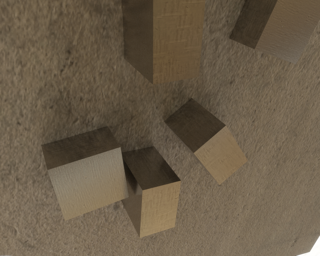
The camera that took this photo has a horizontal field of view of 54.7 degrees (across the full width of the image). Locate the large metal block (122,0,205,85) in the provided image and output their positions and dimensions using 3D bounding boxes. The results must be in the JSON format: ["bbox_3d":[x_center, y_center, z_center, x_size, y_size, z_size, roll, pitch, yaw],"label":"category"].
[{"bbox_3d":[0.000,-0.099,0.311,0.050,0.080,0.079,-13,124,-22],"label":"large metal block"}]

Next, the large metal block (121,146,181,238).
[{"bbox_3d":[-0.017,0.083,0.415,0.050,0.080,0.079,-10,123,-24],"label":"large metal block"}]

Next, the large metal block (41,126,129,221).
[{"bbox_3d":[-0.089,0.054,0.376,0.081,0.050,0.079,-17,126,-19],"label":"large metal block"}]

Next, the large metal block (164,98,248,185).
[{"bbox_3d":[0.061,0.017,0.417,0.050,0.080,0.080,-41,130,-1],"label":"large metal block"}]

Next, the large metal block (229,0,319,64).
[{"bbox_3d":[0.148,-0.135,0.391,0.081,0.050,0.079,8,115,-32],"label":"large metal block"}]
